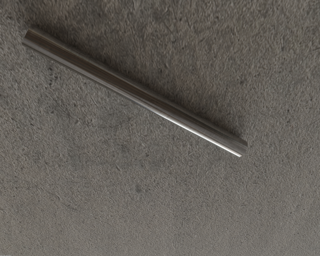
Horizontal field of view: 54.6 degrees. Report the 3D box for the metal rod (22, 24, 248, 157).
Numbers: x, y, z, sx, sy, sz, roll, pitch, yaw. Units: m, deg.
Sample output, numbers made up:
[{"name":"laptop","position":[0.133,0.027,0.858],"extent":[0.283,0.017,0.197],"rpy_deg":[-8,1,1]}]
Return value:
[{"name":"metal rod","position":[-0.012,-0.034,0.377],"extent":[0.301,0.025,0.025],"rpy_deg":[27,125,-21]}]
